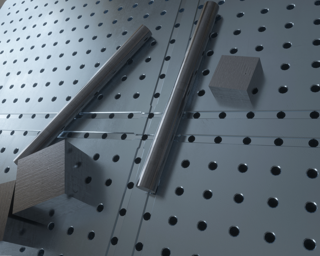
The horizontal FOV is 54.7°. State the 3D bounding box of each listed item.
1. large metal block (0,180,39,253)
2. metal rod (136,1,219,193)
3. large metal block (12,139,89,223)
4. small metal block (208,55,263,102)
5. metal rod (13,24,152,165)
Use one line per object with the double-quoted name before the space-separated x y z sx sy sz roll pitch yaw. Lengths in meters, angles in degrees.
"large metal block" -0.219 0.126 0.431 0.080 0.050 0.080 -16 55 19
"metal rod" 0.031 -0.057 0.426 0.025 0.025 0.300 7 65 31
"large metal block" -0.147 0.074 0.424 0.080 0.050 0.080 -23 53 14
"small metal block" 0.097 -0.064 0.397 0.050 0.025 0.050 13 68 33
"metal rod" -0.121 -0.053 0.504 0.300 0.025 0.025 -48 51 -6
